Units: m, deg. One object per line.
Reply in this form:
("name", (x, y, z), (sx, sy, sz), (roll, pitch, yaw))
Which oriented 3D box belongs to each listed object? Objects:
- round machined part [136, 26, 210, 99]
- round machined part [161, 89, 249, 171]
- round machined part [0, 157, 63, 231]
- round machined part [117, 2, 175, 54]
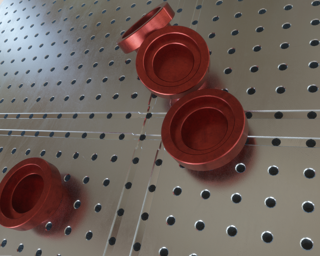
("round machined part", (0.020, -0.086, 0.425), (0.098, 0.042, 0.098), (-2, 78, 11))
("round machined part", (0.054, 0.005, 0.365), (0.098, 0.042, 0.098), (-13, 56, 20))
("round machined part", (-0.176, 0.093, 0.430), (0.098, 0.042, 0.098), (-13, 56, 20))
("round machined part", (-0.016, -0.145, 0.477), (0.098, 0.042, 0.098), (-33, 24, 17))
